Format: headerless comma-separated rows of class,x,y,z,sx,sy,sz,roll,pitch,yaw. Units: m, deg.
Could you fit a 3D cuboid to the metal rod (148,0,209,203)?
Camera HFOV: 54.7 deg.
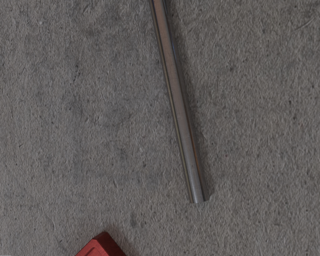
metal rod,0.020,-0.054,0.401,0.025,0.025,0.298,-13,86,19

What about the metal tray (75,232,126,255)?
metal tray,-0.071,0.224,0.429,0.090,0.030,0.130,-47,76,13
